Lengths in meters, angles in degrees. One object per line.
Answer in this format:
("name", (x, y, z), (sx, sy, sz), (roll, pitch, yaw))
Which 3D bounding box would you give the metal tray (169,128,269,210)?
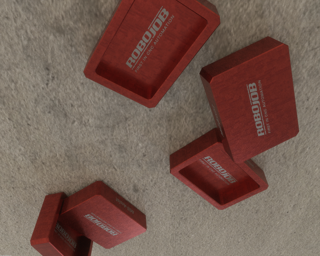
("metal tray", (0.088, 0.066, 0.461), (0.090, 0.030, 0.130), (-34, 123, 25))

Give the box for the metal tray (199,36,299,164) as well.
("metal tray", (0.108, -0.028, 0.361), (0.090, 0.030, 0.130), (-26, 125, -2))

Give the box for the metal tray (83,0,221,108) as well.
("metal tray", (-0.012, -0.090, 0.327), (0.090, 0.030, 0.129), (26, 125, -21))

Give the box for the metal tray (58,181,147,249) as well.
("metal tray", (-0.095, 0.150, 0.523), (0.090, 0.030, 0.130), (-30, 126, 16))

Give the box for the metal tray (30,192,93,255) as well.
("metal tray", (-0.156, 0.181, 0.516), (0.030, 0.090, 0.129), (-13, 129, 10))
